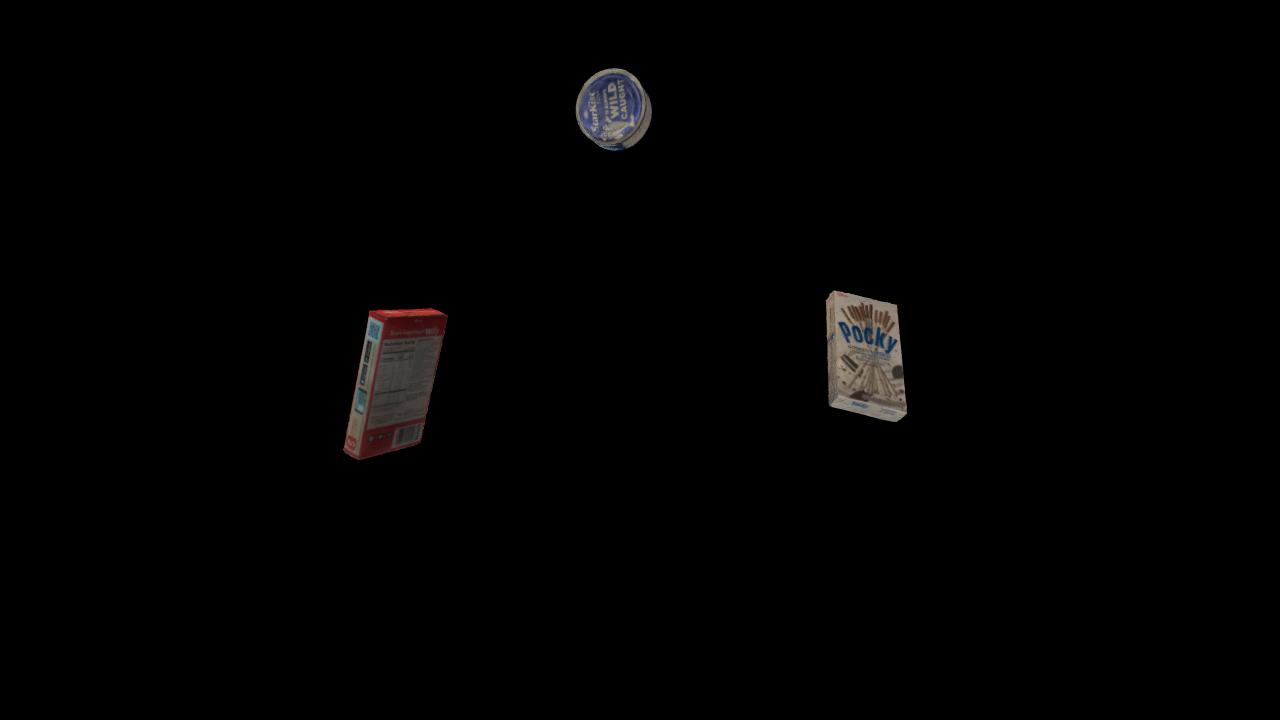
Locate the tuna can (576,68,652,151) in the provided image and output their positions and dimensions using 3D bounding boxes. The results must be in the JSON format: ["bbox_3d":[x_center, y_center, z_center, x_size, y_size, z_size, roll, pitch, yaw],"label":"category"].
[{"bbox_3d":[-0.030,-0.286,0.707,0.084,0.084,0.034,0,3,16],"label":"tuna can"}]

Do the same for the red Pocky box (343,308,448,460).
[{"bbox_3d":[-0.252,0.022,0.637,0.028,0.155,0.083,24,15,25],"label":"red Pocky box"}]

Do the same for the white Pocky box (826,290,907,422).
[{"bbox_3d":[0.259,-0.007,0.711,0.084,0.154,0.028,13,-34,-4],"label":"white Pocky box"}]
